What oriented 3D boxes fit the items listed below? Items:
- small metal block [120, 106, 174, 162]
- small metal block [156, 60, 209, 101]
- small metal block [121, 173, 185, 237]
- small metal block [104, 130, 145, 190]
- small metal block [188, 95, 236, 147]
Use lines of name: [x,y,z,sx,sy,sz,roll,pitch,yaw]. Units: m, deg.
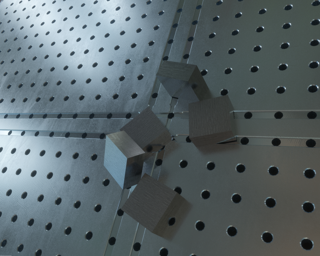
small metal block: [-0.018,0.008,0.412,0.050,0.025,0.050,-39,51,1]
small metal block: [0.030,-0.062,0.413,0.050,0.050,0.025,17,71,34]
small metal block: [-0.008,0.088,0.357,0.050,0.025,0.050,25,75,36]
small metal block: [-0.046,0.039,0.388,0.025,0.050,0.050,-15,41,-35]
small metal block: [0.063,-0.008,0.379,0.050,0.025,0.050,-11,57,21]
